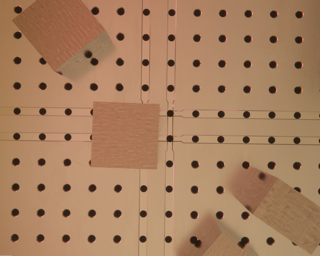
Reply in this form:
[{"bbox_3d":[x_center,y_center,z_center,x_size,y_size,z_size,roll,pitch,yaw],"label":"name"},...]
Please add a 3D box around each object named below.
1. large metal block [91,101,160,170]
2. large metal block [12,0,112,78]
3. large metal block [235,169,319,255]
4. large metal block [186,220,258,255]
[{"bbox_3d":[-0.042,0.009,0.401,0.080,0.050,0.080,2,90,0],"label":"large metal block"},{"bbox_3d":[-0.123,-0.125,0.400,0.080,0.050,0.080,-39,90,0],"label":"large metal block"},{"bbox_3d":[0.151,0.099,0.387,0.080,0.080,0.050,35,90,0],"label":"large metal block"},{"bbox_3d":[0.081,0.183,0.401,0.080,0.050,0.080,40,90,0],"label":"large metal block"}]
